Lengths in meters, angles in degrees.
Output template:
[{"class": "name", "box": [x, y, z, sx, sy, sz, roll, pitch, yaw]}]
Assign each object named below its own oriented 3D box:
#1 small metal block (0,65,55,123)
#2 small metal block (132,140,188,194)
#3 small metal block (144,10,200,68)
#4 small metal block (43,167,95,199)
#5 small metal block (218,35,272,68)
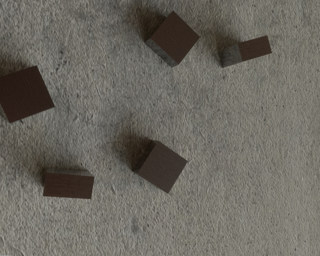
[{"class": "small metal block", "box": [-0.154, -0.038, 0.352, 0.050, 0.025, 0.050, -24, 98, -19]}, {"class": "small metal block", "box": [0.000, 0.051, 0.409, 0.050, 0.025, 0.050, 36, 78, -17]}, {"class": "small metal block", "box": [0.017, -0.118, 0.415, 0.050, 0.025, 0.050, 40, 77, -16]}, {"class": "small metal block", "box": [-0.106, 0.062, 0.357, 0.050, 0.050, 0.025, 9, 87, -20]}, {"class": "small metal block", "box": [0.119, -0.107, 0.439, 0.050, 0.050, 0.025, -19, 97, -19]}]
